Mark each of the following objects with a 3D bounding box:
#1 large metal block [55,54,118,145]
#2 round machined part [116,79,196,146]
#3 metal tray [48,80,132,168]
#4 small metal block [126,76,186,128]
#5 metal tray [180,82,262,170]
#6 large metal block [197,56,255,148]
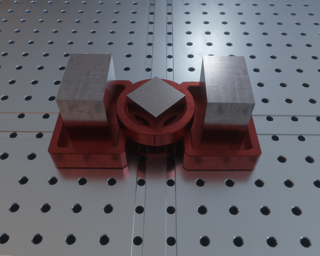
[{"bbox_3d":[-0.084,-0.035,0.383,0.050,0.080,0.080,1,50,1],"label":"large metal block"},{"bbox_3d":[-0.005,-0.016,0.398,0.099,0.042,0.098,0,50,0],"label":"round machined part"},{"bbox_3d":[-0.085,-0.010,0.411,0.091,0.030,0.130,1,50,0],"label":"metal tray"},{"bbox_3d":[-0.005,-0.031,0.381,0.050,0.025,0.050,37,59,27],"label":"small metal block"},{"bbox_3d":[0.074,-0.008,0.410,0.091,0.030,0.130,0,50,0],"label":"metal tray"},{"bbox_3d":[0.076,-0.032,0.381,0.050,0.080,0.080,1,50,1],"label":"large metal block"}]
